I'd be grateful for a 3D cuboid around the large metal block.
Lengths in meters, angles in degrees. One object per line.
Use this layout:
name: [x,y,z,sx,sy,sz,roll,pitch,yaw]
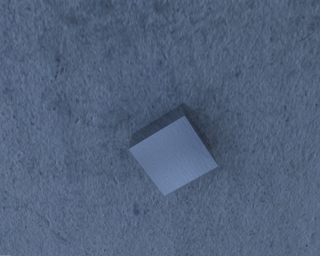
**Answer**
large metal block: [0.017,0.028,0.407,0.080,0.050,0.080,-31,107,11]
